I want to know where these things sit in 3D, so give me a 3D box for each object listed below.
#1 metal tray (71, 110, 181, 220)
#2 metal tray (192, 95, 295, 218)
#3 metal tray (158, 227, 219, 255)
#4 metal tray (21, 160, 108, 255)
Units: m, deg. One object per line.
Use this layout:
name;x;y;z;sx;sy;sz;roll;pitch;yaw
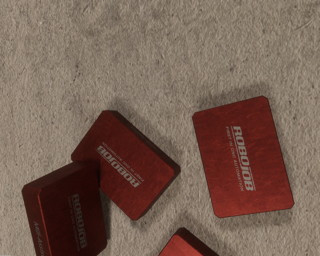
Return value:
metal tray;-0.049;0.048;0.422;0.130;0.030;0.090;41;102;15
metal tray;0.098;0.035;0.372;0.090;0.030;0.129;-14;85;19
metal tray;0.024;0.207;0.397;0.090;0.030;0.129;36;101;16
metal tray;-0.115;0.117;0.394;0.030;0.091;0.129;4;108;32
